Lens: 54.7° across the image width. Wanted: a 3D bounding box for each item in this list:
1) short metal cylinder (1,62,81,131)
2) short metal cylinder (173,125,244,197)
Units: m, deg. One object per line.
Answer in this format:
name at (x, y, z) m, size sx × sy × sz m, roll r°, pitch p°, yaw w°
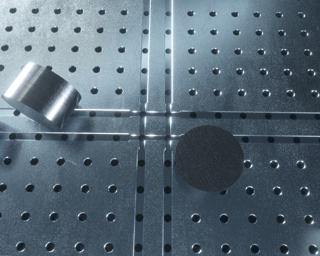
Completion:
short metal cylinder at (-0.149, -0.038, 0.395) m, size 0.080 × 0.080 × 0.050 m, roll 25°, pitch 72°, yaw 8°
short metal cylinder at (0.058, 0.042, 0.384) m, size 0.081 × 0.050 × 0.080 m, roll 0°, pitch 70°, yaw 0°
